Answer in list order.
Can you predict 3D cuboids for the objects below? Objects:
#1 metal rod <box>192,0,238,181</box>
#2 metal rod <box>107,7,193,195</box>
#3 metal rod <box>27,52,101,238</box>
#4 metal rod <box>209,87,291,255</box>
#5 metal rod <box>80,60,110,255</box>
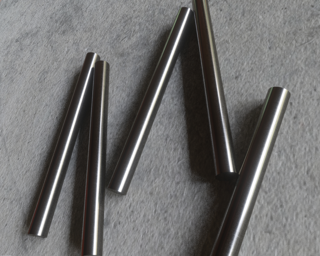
[{"bbox_3d":[0.068,-0.074,0.412,0.025,0.025,0.299,-15,56,19],"label":"metal rod"},{"bbox_3d":[-0.006,-0.052,0.437,0.025,0.025,0.300,6,65,31],"label":"metal rod"},{"bbox_3d":[-0.137,0.008,0.468,0.025,0.025,0.299,-5,59,25],"label":"metal rod"},{"bbox_3d":[0.076,0.088,0.308,0.025,0.025,0.300,13,68,33],"label":"metal rod"},{"bbox_3d":[-0.087,0.022,0.434,0.025,0.025,0.299,-17,55,18],"label":"metal rod"}]
